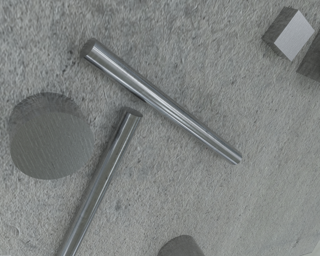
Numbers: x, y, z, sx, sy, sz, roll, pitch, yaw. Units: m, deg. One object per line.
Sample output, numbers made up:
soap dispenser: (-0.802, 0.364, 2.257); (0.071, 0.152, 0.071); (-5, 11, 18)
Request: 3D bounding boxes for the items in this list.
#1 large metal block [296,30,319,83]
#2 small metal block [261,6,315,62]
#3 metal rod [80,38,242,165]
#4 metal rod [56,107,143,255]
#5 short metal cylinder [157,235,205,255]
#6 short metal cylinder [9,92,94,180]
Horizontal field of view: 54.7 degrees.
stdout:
large metal block: (0.272, -0.105, 0.474); (0.081, 0.050, 0.079); (10, 114, -33)
small metal block: (0.175, -0.128, 0.424); (0.050, 0.025, 0.050); (27, 104, -37)
metal rod: (0.024, -0.017, 0.409); (0.301, 0.025, 0.025); (34, 99, -39)
metal rod: (-0.097, 0.108, 0.420); (0.025, 0.025, 0.298); (15, 111, -34)
short metal cylinder: (0.041, 0.243, 0.564); (0.081, 0.050, 0.079); (-14, 124, -21)
short metal cylinder: (-0.117, 0.008, 0.332); (0.081, 0.050, 0.079); (-14, 124, -21)
